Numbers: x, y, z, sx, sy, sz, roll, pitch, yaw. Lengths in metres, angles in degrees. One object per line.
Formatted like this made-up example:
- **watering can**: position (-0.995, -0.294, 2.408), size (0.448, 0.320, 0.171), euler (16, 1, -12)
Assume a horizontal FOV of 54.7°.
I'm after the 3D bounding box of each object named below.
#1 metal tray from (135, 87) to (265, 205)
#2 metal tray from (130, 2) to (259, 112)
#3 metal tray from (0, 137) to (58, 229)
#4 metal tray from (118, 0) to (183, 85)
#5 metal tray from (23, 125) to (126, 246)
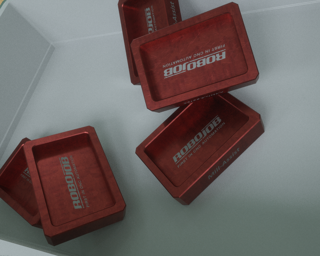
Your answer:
- **metal tray**: position (0.045, 0.015, 0.368), size (0.130, 0.030, 0.090), euler (-43, 51, -2)
- **metal tray**: position (0.039, -0.078, 0.363), size (0.130, 0.030, 0.090), euler (-16, 84, 16)
- **metal tray**: position (-0.179, 0.076, 0.447), size (0.130, 0.030, 0.090), euler (21, 72, 35)
- **metal tray**: position (-0.011, -0.133, 0.432), size (0.090, 0.030, 0.129), euler (-14, 84, 45)
- **metal tray**: position (-0.106, 0.064, 0.379), size (0.091, 0.030, 0.130), euler (-16, 56, -21)
